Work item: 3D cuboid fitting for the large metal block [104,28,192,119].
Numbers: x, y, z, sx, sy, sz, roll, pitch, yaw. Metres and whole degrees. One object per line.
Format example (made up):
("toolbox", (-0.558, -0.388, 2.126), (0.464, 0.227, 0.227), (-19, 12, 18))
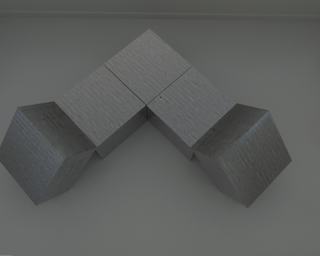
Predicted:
("large metal block", (-0.015, -0.073, 0.421), (0.080, 0.050, 0.080), (-42, 76, -14))

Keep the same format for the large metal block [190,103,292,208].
("large metal block", (0.096, 0.030, 0.361), (0.080, 0.050, 0.080), (-42, 119, -14))

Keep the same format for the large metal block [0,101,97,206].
("large metal block", (-0.133, 0.028, 0.360), (0.080, 0.050, 0.080), (44, 118, 14))

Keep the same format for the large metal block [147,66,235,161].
("large metal block", (0.041, -0.018, 0.401), (0.080, 0.050, 0.080), (-42, 76, -14))

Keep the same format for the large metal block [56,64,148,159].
("large metal block", (-0.074, -0.020, 0.401), (0.080, 0.050, 0.080), (-42, 76, -14))
